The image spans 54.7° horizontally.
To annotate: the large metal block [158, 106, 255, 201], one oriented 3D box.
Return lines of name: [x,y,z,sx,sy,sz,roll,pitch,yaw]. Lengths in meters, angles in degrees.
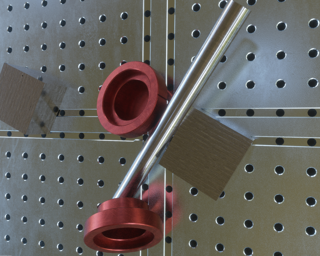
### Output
large metal block: [0.058,0.028,0.379,0.080,0.050,0.080,31,100,17]

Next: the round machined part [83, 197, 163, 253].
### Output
round machined part: [-0.047,0.124,0.401,0.098,0.098,0.042,-23,47,18]

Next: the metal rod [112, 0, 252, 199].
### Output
metal rod: [0.009,-0.005,0.366,0.025,0.025,0.298,39,118,15]

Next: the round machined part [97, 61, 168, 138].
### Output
round machined part: [-0.031,-0.034,0.404,0.098,0.042,0.098,-11,69,31]

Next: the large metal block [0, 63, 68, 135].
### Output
large metal block: [-0.201,-0.043,0.470,0.080,0.050,0.080,26,99,18]
